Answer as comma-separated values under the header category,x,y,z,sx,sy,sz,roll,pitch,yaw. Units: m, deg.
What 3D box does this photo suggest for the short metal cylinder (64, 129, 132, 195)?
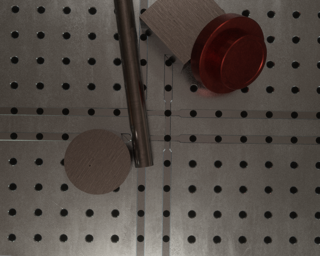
category,x,y,z,sx,sy,sz,roll,pitch,yaw
short metal cylinder,-0.076,0.041,0.400,0.081,0.050,0.079,0,90,-1

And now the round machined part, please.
category,x,y,z,sx,sy,sz,roll,pitch,yaw
round machined part,0.091,-0.086,0.380,0.099,0.042,0.097,-16,126,-22

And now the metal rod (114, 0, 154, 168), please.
category,x,y,z,sx,sy,sz,roll,pitch,yaw
metal rod,-0.040,-0.097,0.412,0.025,0.025,0.298,-7,90,0

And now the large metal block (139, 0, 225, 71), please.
category,x,y,z,sx,sy,sz,roll,pitch,yaw
large metal block,0.031,-0.133,0.401,0.080,0.050,0.080,-43,91,0
